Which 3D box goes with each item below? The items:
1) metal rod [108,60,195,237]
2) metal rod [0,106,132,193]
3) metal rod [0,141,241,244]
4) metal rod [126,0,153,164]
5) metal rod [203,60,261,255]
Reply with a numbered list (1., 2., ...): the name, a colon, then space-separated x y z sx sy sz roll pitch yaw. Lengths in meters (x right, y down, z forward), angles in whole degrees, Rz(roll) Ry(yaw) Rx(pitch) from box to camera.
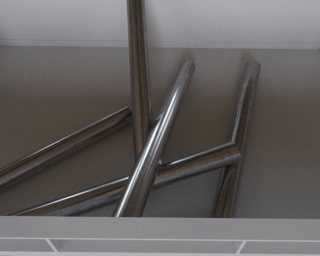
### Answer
1. metal rod: 0.006 -0.006 0.373 0.025 0.025 0.301 12 39 9
2. metal rod: -0.163 0.049 0.361 0.302 0.025 0.025 -29 56 -23
3. metal rod: -0.057 0.071 0.328 0.302 0.025 0.025 -17 52 -8
4. metal rod: -0.027 -0.089 0.401 0.025 0.025 0.299 -3 74 -3
5. metal rod: 0.100 0.013 0.395 0.025 0.025 0.300 14 51 11
